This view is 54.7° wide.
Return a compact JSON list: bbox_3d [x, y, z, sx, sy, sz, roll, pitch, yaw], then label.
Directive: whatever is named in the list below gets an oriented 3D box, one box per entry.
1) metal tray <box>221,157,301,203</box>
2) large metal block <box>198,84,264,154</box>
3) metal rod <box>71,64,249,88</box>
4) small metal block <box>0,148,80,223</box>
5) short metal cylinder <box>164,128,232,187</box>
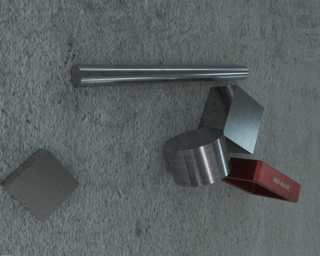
[{"bbox_3d":[0.150,0.082,0.491,0.131,0.090,0.030,28,72,-37],"label":"metal tray"},{"bbox_3d":[0.112,-0.012,0.485,0.080,0.050,0.080,30,71,-36],"label":"large metal block"},{"bbox_3d":[0.025,-0.075,0.427,0.302,0.025,0.025,-10,96,-40],"label":"metal rod"},{"bbox_3d":[-0.118,0.056,0.307,0.050,0.025,0.050,-49,119,-29],"label":"small metal block"},{"bbox_3d":[0.051,0.037,0.414,0.081,0.080,0.050,-26,107,-37],"label":"short metal cylinder"}]
